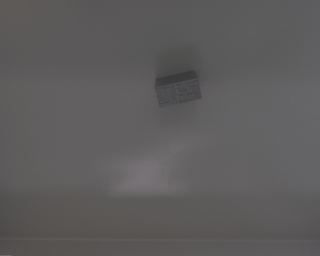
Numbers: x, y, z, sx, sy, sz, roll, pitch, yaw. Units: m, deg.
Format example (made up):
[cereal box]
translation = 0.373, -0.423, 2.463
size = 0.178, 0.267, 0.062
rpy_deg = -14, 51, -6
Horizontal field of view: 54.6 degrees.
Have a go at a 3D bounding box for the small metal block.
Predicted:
[small metal block]
translation = 0.021, -0.049, 0.380
size = 0.050, 0.050, 0.025
rpy_deg = -12, 110, 4
